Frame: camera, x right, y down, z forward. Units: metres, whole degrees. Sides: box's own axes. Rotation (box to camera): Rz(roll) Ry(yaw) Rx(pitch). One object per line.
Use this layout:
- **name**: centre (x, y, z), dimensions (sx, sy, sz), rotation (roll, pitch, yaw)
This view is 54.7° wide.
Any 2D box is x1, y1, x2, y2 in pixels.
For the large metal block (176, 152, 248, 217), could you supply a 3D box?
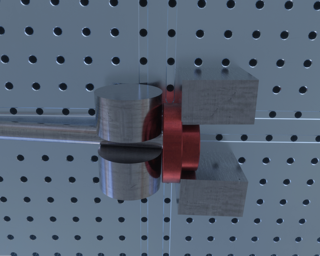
- **large metal block**: centre (0.063, 0.071, 0.412), dimensions (0.081, 0.080, 0.050), rotation (3, 110, -1)

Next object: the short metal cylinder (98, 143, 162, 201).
- **short metal cylinder**: centre (-0.038, 0.050, 0.401), dimensions (0.081, 0.080, 0.050), rotation (1, 111, -1)

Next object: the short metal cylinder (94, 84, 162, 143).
- **short metal cylinder**: centre (-0.038, -0.020, 0.376), dimensions (0.081, 0.080, 0.050), rotation (1, 111, -1)

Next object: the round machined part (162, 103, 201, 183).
- **round machined part**: centre (0.024, 0.018, 0.381), dimensions (0.042, 0.098, 0.097), rotation (1, 110, 0)

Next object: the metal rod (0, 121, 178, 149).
- **metal rod**: centre (-0.121, 0.007, 0.402), dimensions (0.302, 0.025, 0.025), rotation (3, 110, 3)

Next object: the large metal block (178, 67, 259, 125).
- **large metal block**: centre (0.064, -0.041, 0.370), dimensions (0.081, 0.080, 0.050), rotation (0, 110, 0)
